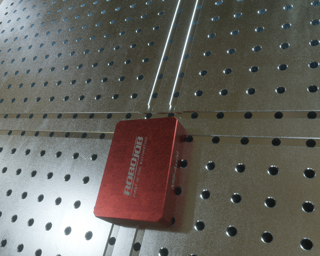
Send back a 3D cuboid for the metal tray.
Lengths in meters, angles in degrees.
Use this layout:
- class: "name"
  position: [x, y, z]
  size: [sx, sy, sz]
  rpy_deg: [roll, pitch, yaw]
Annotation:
- class: "metal tray"
  position: [-0.023, 0.051, 0.384]
  size: [0.090, 0.030, 0.130]
  rpy_deg: [-4, 60, 26]
